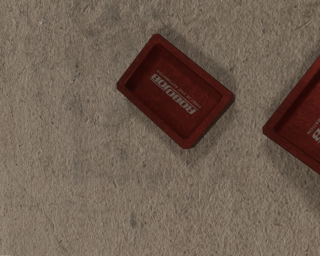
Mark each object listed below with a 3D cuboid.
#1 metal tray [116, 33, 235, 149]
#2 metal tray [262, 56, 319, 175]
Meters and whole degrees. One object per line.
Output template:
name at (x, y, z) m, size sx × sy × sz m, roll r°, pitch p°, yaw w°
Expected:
metal tray at (0.018, -0.047, 0.399) m, size 0.130 × 0.030 × 0.090 m, roll 42°, pitch 103°, yaw 14°
metal tray at (0.185, -0.020, 0.325) m, size 0.090 × 0.030 × 0.129 m, roll 43°, pitch 104°, yaw 35°
